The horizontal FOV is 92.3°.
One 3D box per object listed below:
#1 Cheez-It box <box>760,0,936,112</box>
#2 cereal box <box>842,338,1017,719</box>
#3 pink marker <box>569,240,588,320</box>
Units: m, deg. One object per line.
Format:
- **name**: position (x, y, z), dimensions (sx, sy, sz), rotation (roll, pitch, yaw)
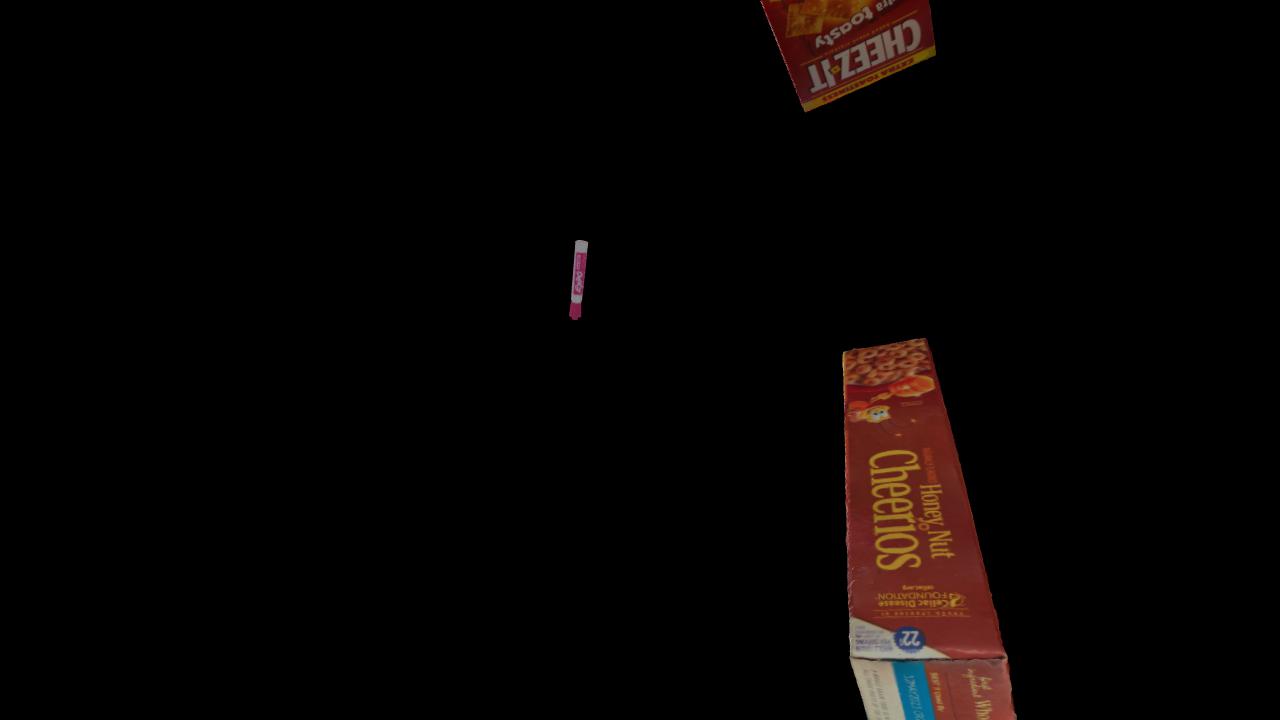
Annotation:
- **Cheez-It box**: position (0.232, -0.412, 0.701), dimensions (0.166, 0.071, 0.223), rotation (-16, -29, 25)
- **cereal box**: position (0.201, 0.146, 0.444), dimensions (0.081, 0.203, 0.306), rotation (-11, 27, 24)
- **pink marker**: position (-0.093, -0.118, 0.920), dimensions (0.020, 0.121, 0.020), rotation (7, 23, -3)
